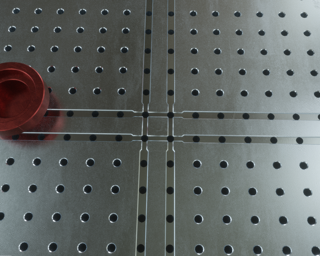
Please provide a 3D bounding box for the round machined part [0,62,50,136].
[{"bbox_3d":[-0.197,-0.035,0.415,0.099,0.042,0.098,0,70,0],"label":"round machined part"}]
